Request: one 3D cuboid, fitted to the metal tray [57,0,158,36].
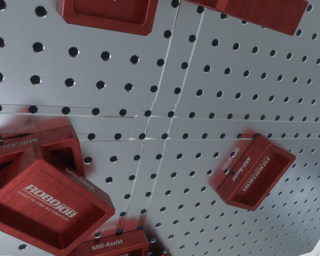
[{"bbox_3d":[-0.041,-0.159,0.286,0.091,0.030,0.129,0,118,-29],"label":"metal tray"}]

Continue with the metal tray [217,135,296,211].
[{"bbox_3d":[0.171,0.083,0.551,0.090,0.030,0.129,23,106,-37],"label":"metal tray"}]

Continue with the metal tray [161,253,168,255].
[{"bbox_3d":[-0.006,0.274,0.550,0.090,0.030,0.130,-33,144,-8],"label":"metal tray"}]

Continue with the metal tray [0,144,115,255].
[{"bbox_3d":[-0.125,0.088,0.353,0.090,0.030,0.130,-41,130,0],"label":"metal tray"}]

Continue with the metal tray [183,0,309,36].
[{"bbox_3d":[0.059,-0.127,0.296,0.091,0.130,0.030,5,116,-31],"label":"metal tray"}]

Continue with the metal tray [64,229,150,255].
[{"bbox_3d":[-0.087,0.217,0.493,0.131,0.030,0.089,-5,121,-26],"label":"metal tray"}]

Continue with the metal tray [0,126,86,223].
[{"bbox_3d":[-0.156,0.056,0.356,0.131,0.030,0.089,-14,124,-21],"label":"metal tray"}]
